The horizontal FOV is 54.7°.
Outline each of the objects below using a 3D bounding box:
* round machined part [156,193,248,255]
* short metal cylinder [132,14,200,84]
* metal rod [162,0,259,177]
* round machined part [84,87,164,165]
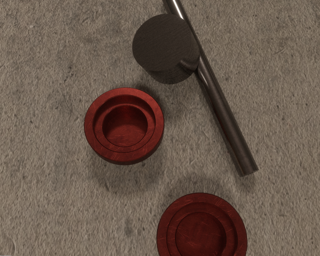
[{"bbox_3d":[0.045,0.126,0.354,0.099,0.042,0.098,0,70,-1],"label":"round machined part"},{"bbox_3d":[0.009,-0.105,0.420,0.080,0.050,0.080,-4,76,19],"label":"short metal cylinder"},{"bbox_3d":[0.063,-0.076,0.436,0.025,0.025,0.299,-18,71,-7],"label":"metal rod"},{"bbox_3d":[-0.044,0.001,0.398,0.099,0.042,0.098,0,70,-1],"label":"round machined part"}]
